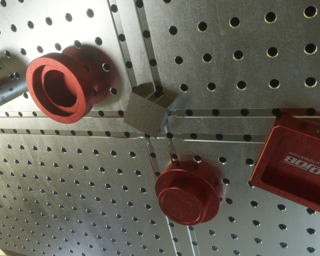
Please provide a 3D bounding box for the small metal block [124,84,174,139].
[{"bbox_3d":[-0.015,-0.022,0.405,0.050,0.025,0.050,27,128,11],"label":"small metal block"}]

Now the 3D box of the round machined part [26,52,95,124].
[{"bbox_3d":[-0.132,-0.058,0.432,0.098,0.042,0.097,13,124,20],"label":"round machined part"}]

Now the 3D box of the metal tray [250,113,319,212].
[{"bbox_3d":[0.178,0.047,0.343,0.130,0.030,0.089,21,126,15],"label":"metal tray"}]

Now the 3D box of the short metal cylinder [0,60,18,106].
[{"bbox_3d":[-0.279,-0.070,0.496,0.080,0.050,0.079,13,124,20],"label":"short metal cylinder"}]

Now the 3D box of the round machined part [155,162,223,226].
[{"bbox_3d":[0.037,0.100,0.441,0.098,0.042,0.097,13,124,20],"label":"round machined part"}]
